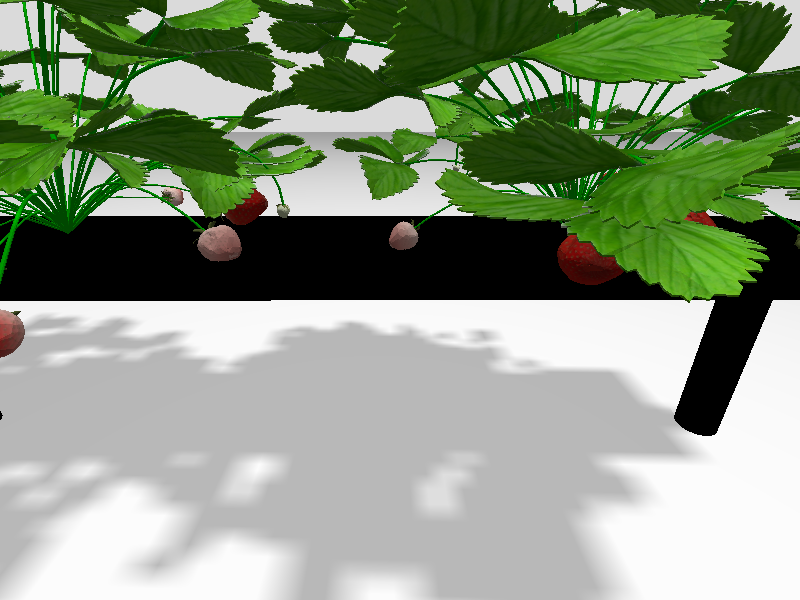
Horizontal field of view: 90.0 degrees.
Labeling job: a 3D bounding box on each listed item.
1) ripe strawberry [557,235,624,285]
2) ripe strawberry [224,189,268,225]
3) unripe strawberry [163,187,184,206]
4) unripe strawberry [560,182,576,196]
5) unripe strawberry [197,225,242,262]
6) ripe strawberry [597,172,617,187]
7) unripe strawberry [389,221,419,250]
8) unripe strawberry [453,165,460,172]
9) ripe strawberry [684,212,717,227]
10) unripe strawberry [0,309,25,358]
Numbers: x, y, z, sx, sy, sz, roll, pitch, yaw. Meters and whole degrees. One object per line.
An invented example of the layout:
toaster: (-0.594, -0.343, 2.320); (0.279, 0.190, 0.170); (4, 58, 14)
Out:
ripe strawberry: (0.113, -0.024, 0.234); (0.039, 0.035, 0.036); (8, 26, 16)
ripe strawberry: (-0.145, -0.090, 0.373); (0.041, 0.040, 0.045); (-4, 25, -10)
unripe strawberry: (-0.265, -0.123, 0.471); (0.021, 0.022, 0.023); (6, 24, 12)
unripe strawberry: (0.210, -0.142, 0.507); (0.028, 0.025, 0.025); (8, 6, 16)
unripe strawberry: (-0.123, -0.037, 0.277); (0.026, 0.025, 0.028); (35, 33, 10)
ripe strawberry: (0.268, -0.144, 0.504); (0.035, 0.031, 0.031); (15, 10, 30)
unripe strawberry: (0.002, -0.048, 0.308); (0.022, 0.022, 0.021); (-33, 30, -3)
unripe strawberry: (0.086, -0.202, 0.618); (0.011, 0.011, 0.011); (-5, 25, -12)
ripe strawberry: (0.225, -0.054, 0.307); (0.031, 0.031, 0.034); (16, 29, 30)
unripe strawberry: (-0.172, 0.015, 0.163); (0.027, 0.023, 0.027); (-14, 28, -28)
